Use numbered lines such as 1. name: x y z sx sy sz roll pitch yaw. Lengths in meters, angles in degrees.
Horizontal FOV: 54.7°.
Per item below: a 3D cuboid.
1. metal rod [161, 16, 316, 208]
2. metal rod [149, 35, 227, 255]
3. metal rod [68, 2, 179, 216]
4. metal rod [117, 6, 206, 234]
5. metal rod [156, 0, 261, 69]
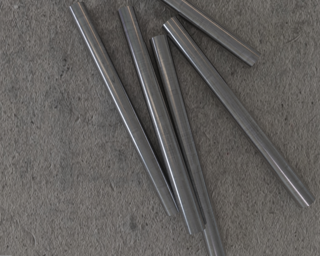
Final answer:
1. metal rod: 0.103 -0.021 0.410 0.025 0.025 0.300 -38 90 0
2. metal rod: 0.037 0.025 0.410 0.025 0.025 0.298 -15 90 0
3. metal rod: -0.045 -0.025 0.409 0.025 0.025 0.299 -26 90 0
4. metal rod: 0.000 -0.013 0.400 0.025 0.025 0.299 -18 86 0
5. metal rod: 0.005 -0.178 0.409 0.301 0.025 0.025 37 90 0
